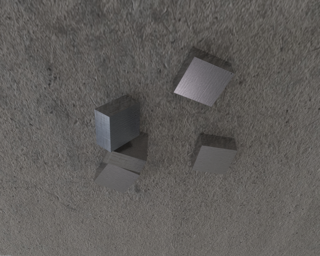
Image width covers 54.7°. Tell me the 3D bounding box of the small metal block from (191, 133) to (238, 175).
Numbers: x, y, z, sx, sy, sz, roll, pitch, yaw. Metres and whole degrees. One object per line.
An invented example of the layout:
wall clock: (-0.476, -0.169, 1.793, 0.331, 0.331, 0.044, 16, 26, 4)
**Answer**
small metal block: (0.075, 0.037, 0.440, 0.050, 0.025, 0.050, 9, 130, -8)

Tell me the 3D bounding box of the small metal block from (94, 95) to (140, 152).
small metal block: (-0.051, -0.006, 0.379, 0.025, 0.050, 0.050, 27, 130, 30)

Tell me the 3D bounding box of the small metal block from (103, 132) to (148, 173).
small metal block: (-0.045, 0.026, 0.412, 0.050, 0.050, 0.025, 19, 130, -16)

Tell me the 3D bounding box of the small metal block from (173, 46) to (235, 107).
small metal block: (0.049, -0.058, 0.358, 0.050, 0.025, 0.050, 19, 128, -16)

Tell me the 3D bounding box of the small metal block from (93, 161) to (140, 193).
small metal block: (-0.064, 0.066, 0.463, 0.050, 0.025, 0.050, 26, 125, -21)
